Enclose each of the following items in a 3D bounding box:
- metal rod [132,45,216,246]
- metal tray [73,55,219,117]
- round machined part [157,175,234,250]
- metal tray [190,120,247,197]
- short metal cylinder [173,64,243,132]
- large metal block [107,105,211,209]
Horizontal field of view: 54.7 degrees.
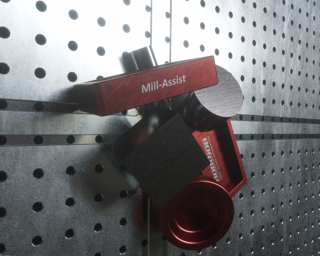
[{"bbox_3d":[0.026,0.035,0.426,0.025,0.025,0.298,-32,110,-36],"label":"metal rod"},{"bbox_3d":[-0.016,-0.047,0.330,0.131,0.090,0.030,-18,104,-24],"label":"metal tray"},{"bbox_3d":[0.044,0.108,0.413,0.099,0.042,0.097,-3,104,-10],"label":"round machined part"},{"bbox_3d":[0.082,0.048,0.470,0.091,0.030,0.129,-32,110,-36],"label":"metal tray"},{"bbox_3d":[0.066,-0.041,0.424,0.081,0.050,0.080,12,62,-23],"label":"short metal cylinder"},{"bbox_3d":[-0.001,0.032,0.364,0.080,0.050,0.080,-40,117,-13],"label":"large metal block"}]
